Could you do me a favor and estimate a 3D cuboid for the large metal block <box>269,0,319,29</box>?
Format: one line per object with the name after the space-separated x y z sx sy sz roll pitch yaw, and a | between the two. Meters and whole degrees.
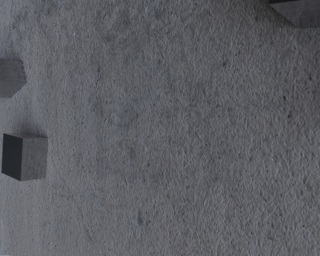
0.135 -0.135 0.257 0.050 0.081 0.079 9 96 40 | large metal block

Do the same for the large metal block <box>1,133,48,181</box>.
-0.267 0.054 0.609 0.080 0.050 0.079 8 95 39 | large metal block

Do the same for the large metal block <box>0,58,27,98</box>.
-0.342 -0.104 0.652 0.080 0.081 0.050 -26 74 37 | large metal block
